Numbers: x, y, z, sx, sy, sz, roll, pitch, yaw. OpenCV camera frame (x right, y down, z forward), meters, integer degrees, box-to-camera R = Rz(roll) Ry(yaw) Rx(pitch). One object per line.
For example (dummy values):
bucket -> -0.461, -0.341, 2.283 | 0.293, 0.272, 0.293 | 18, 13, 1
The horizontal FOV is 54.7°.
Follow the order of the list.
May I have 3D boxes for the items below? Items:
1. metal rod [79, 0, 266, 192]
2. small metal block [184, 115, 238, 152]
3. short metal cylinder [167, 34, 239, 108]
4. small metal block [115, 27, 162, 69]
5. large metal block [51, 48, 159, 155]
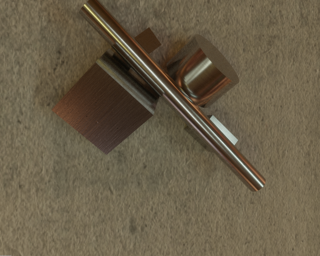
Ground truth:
metal rod -> 0.025, -0.029, 0.367 | 0.300, 0.025, 0.025 | 45, 76, -15
small metal block -> 0.069, 0.009, 0.420 | 0.050, 0.050, 0.025 | 43, 77, -16
short metal cylinder -> 0.055, -0.072, 0.396 | 0.080, 0.080, 0.050 | 41, 118, -16
small metal block -> -0.033, -0.094, 0.386 | 0.050, 0.050, 0.025 | -40, 103, -16
large metal block -> -0.060, -0.029, 0.357 | 0.080, 0.050, 0.080 | 43, 117, -16
